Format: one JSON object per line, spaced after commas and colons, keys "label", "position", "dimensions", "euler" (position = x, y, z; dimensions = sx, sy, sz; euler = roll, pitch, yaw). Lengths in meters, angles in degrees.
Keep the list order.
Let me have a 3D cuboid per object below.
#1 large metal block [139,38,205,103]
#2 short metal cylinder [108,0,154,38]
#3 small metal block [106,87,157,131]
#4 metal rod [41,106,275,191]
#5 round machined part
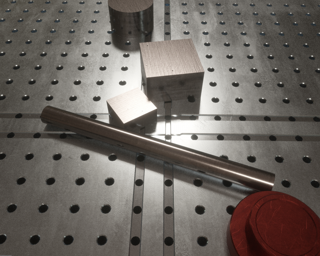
{"label": "large metal block", "position": [0.015, -0.087, 0.465], "dimensions": [0.081, 0.050, 0.080], "euler": [-7, 50, -6]}
{"label": "short metal cylinder", "position": [-0.052, -0.210, 0.567], "dimensions": [0.081, 0.050, 0.080], "euler": [0, 50, 0]}
{"label": "small metal block", "position": [-0.039, -0.024, 0.427], "dimensions": [0.050, 0.025, 0.050], "euler": [-26, 55, -21]}
{"label": "metal rod", "position": [-0.013, 0.023, 0.388], "dimensions": [0.301, 0.025, 0.025], "euler": [16, 52, 13]}
{"label": "round machined part", "position": [0.120, 0.106, 0.309], "dimensions": [0.099, 0.042, 0.098], "euler": [0, 50, 0]}
